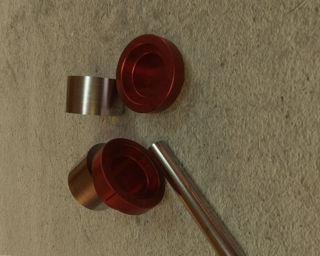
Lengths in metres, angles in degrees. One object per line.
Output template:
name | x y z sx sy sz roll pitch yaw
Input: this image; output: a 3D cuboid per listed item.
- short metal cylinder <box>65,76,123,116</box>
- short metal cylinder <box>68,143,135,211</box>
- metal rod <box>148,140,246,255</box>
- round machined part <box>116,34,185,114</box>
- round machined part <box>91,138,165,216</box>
short metal cylinder | -0.092 -0.045 0.443 0.080 0.081 0.050 7 95 39
short metal cylinder | -0.079 0.068 0.432 0.050 0.081 0.080 -42 65 32
metal rod | 0.074 0.134 0.342 0.025 0.025 0.300 -51 61 28
round machined part | -0.008 -0.067 0.399 0.098 0.042 0.097 0 90 39
round machined part | -0.044 0.065 0.391 0.042 0.099 0.098 -41 65 32
